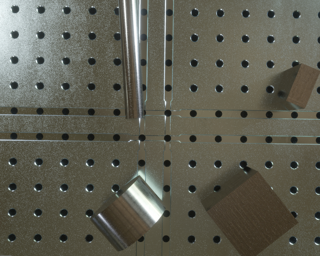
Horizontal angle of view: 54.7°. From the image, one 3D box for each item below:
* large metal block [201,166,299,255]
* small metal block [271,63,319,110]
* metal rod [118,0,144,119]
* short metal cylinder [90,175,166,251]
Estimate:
[{"bbox_3d":[0.113,0.109,0.403,0.080,0.050,0.080,-38,91,0],"label":"large metal block"},{"bbox_3d":[0.175,-0.052,0.403,0.025,0.050,0.050,23,90,0],"label":"small metal block"},{"bbox_3d":[-0.043,-0.162,0.412,0.025,0.025,0.298,-4,90,-1],"label":"metal rod"},{"bbox_3d":[-0.039,0.104,0.385,0.080,0.080,0.050,-40,91,0],"label":"short metal cylinder"}]
